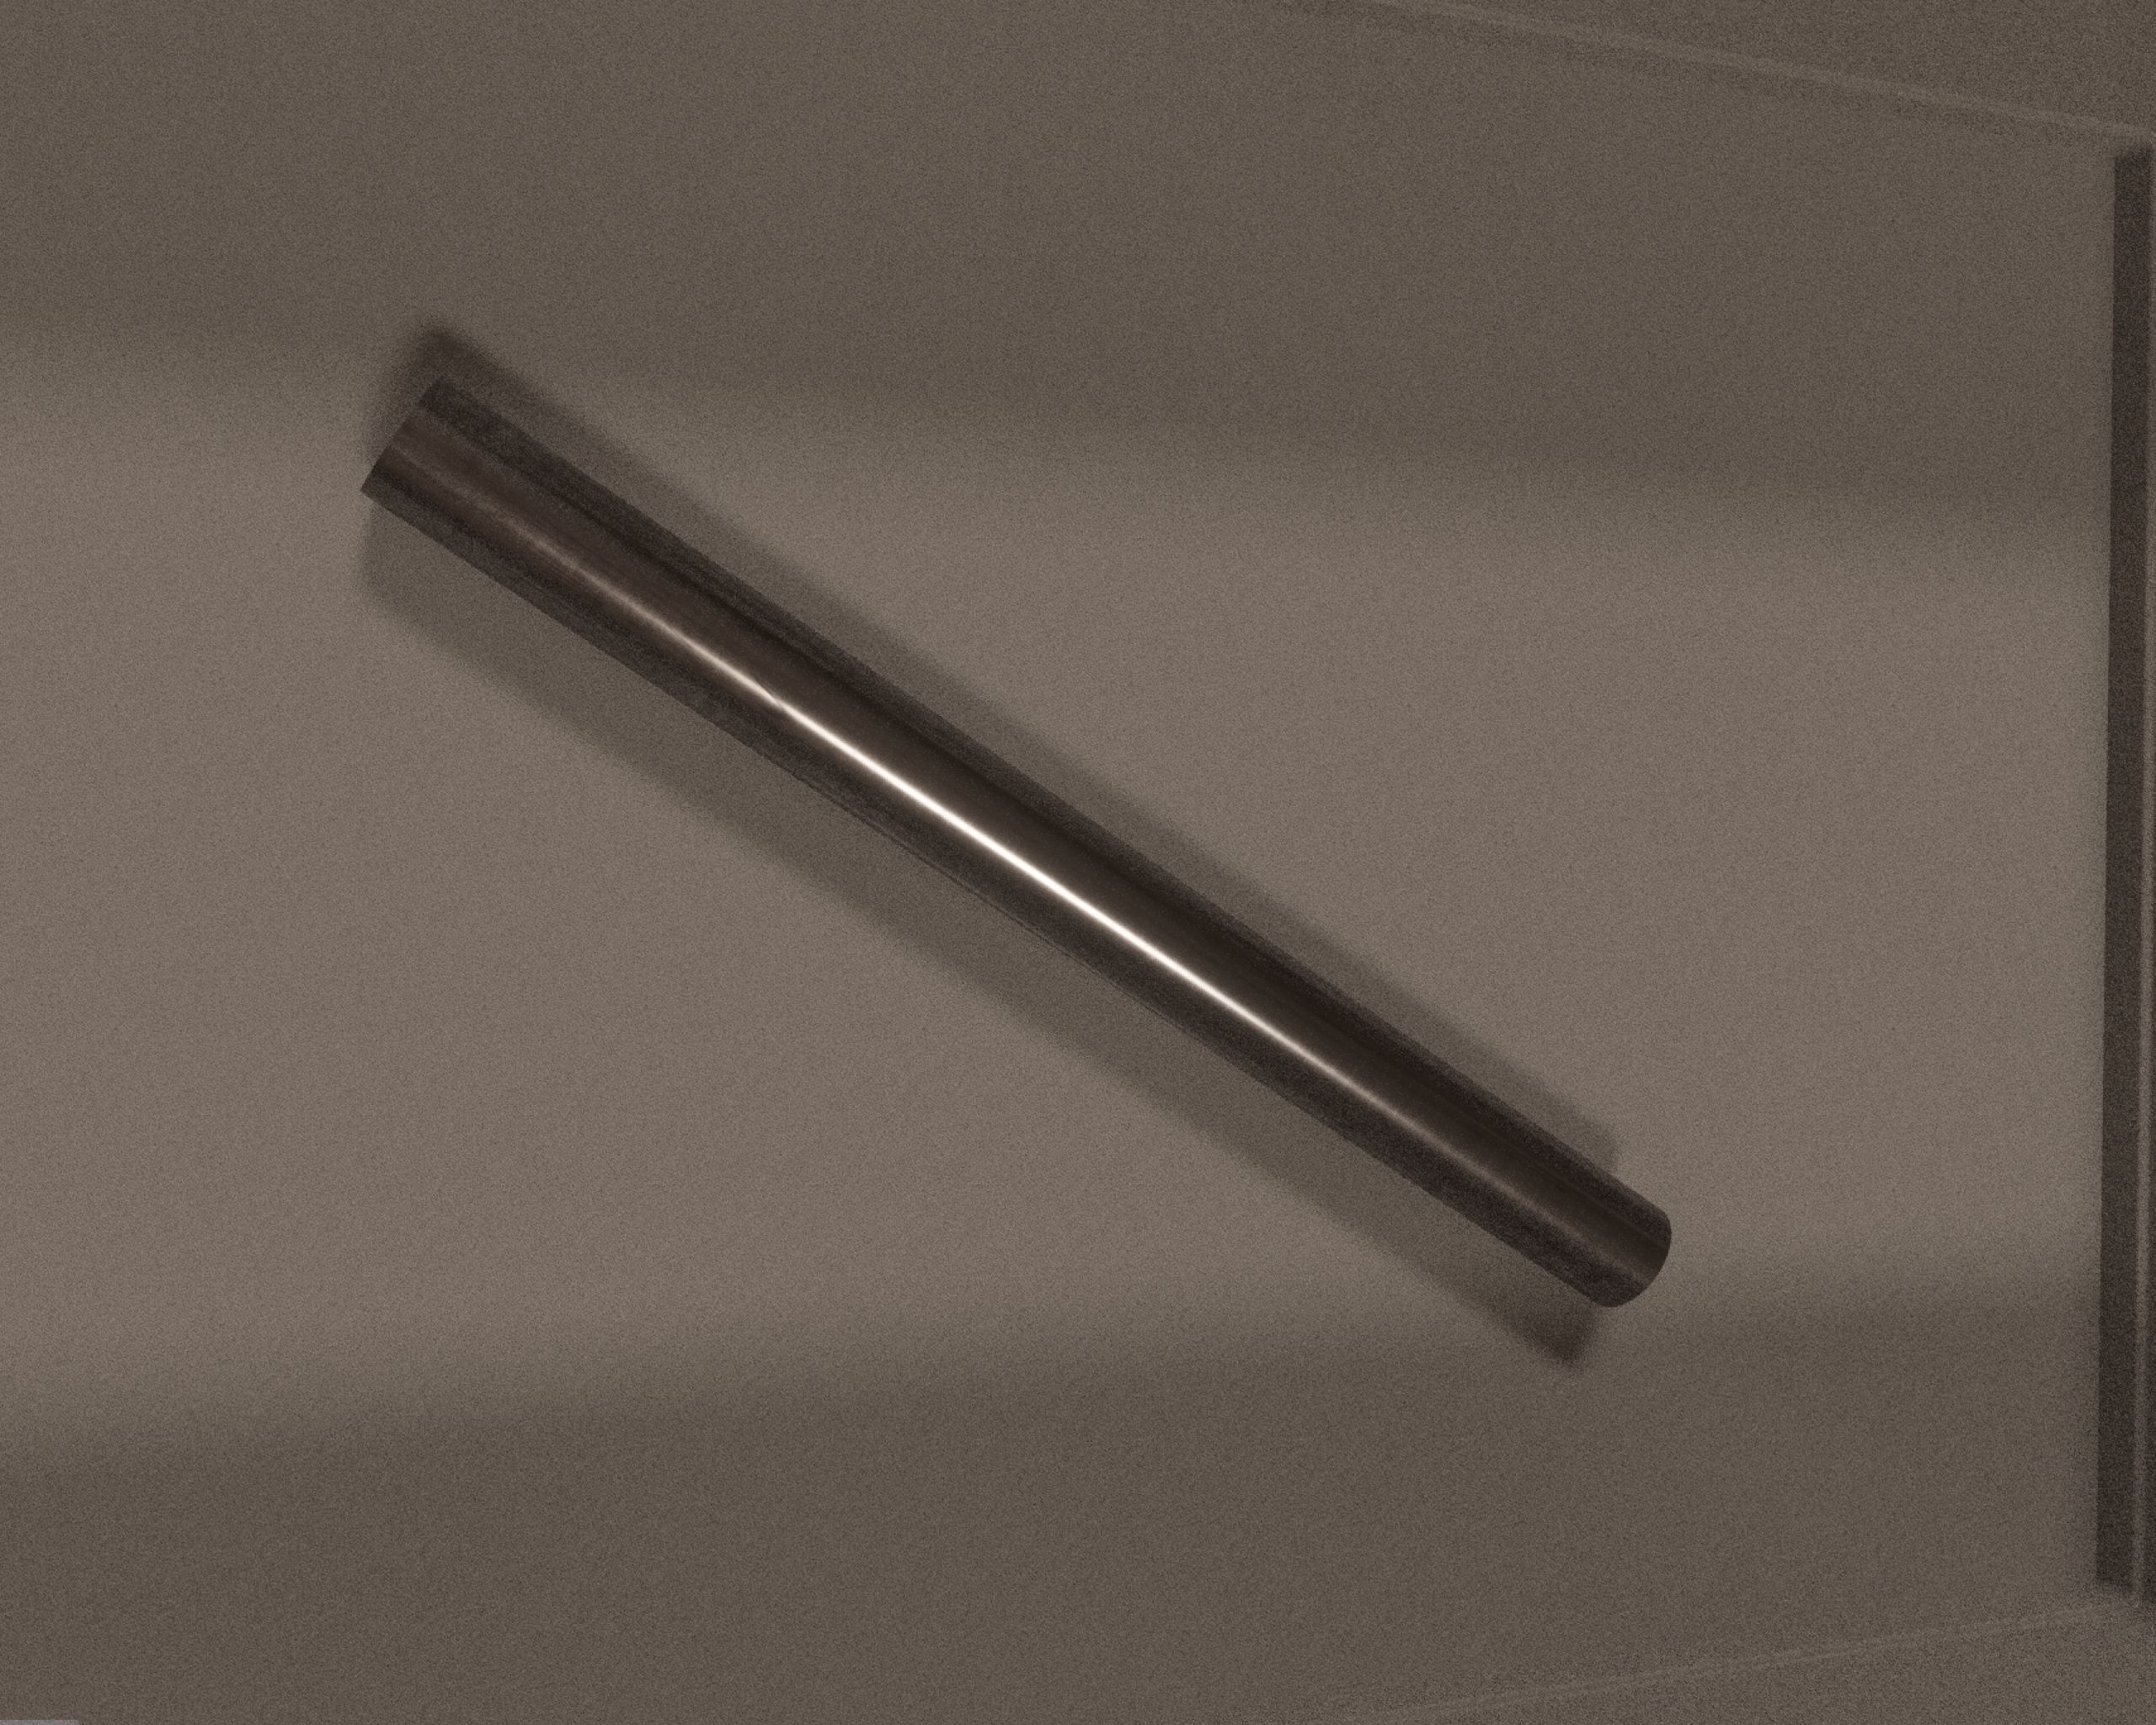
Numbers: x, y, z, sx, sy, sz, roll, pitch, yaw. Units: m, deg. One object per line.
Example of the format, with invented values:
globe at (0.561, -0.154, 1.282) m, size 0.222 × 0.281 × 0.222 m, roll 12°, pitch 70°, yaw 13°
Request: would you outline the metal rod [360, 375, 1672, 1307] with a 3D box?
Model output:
metal rod at (0.001, 0.005, 0.410) m, size 0.301 × 0.025 × 0.025 m, roll 34°, pitch 79°, yaw -17°
